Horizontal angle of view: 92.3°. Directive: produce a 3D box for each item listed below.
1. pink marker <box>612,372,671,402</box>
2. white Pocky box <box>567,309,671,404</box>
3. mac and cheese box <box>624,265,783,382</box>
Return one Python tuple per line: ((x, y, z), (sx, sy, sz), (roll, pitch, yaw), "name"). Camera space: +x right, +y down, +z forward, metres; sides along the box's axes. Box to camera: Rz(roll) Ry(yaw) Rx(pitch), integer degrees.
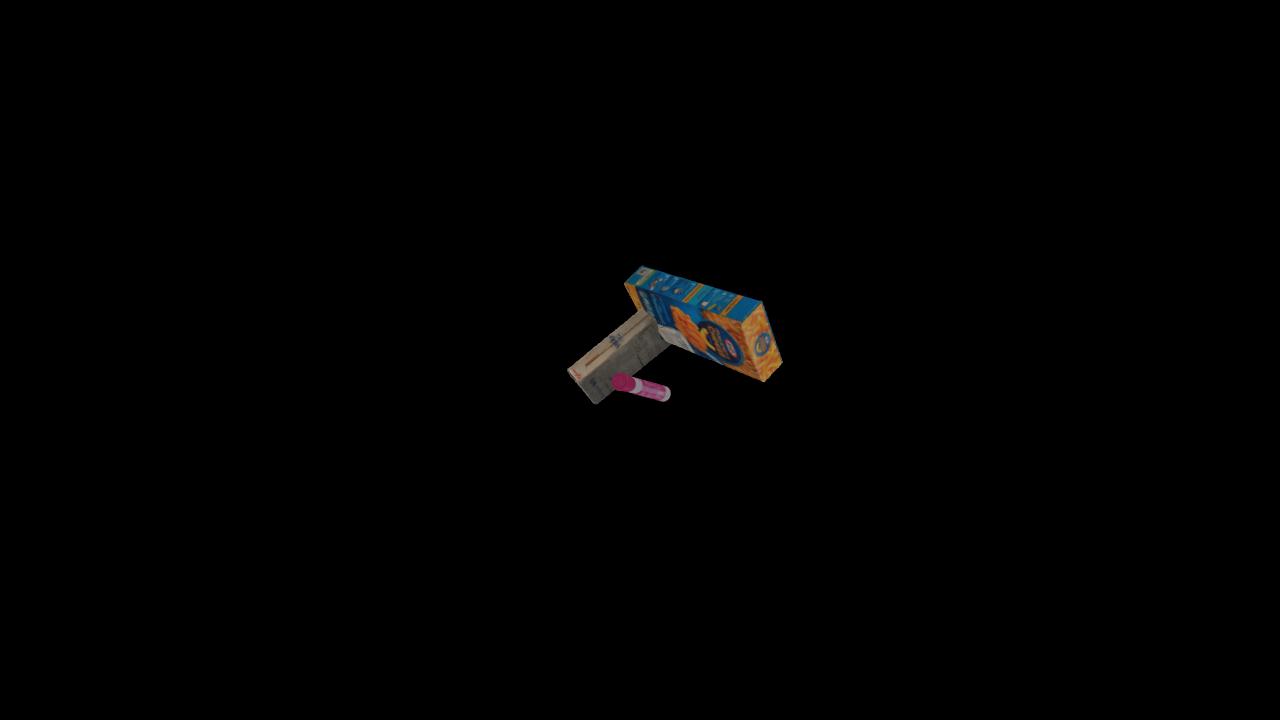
((0.002, 0.030, 0.665), (0.020, 0.020, 0.121), (0, -9, 25), "pink marker")
((-0.013, -0.013, 0.763), (0.154, 0.028, 0.084), (-39, -25, -5), "white Pocky box")
((0.068, -0.044, 0.696), (0.041, 0.093, 0.184), (-44, 42, -20), "mac and cheese box")
